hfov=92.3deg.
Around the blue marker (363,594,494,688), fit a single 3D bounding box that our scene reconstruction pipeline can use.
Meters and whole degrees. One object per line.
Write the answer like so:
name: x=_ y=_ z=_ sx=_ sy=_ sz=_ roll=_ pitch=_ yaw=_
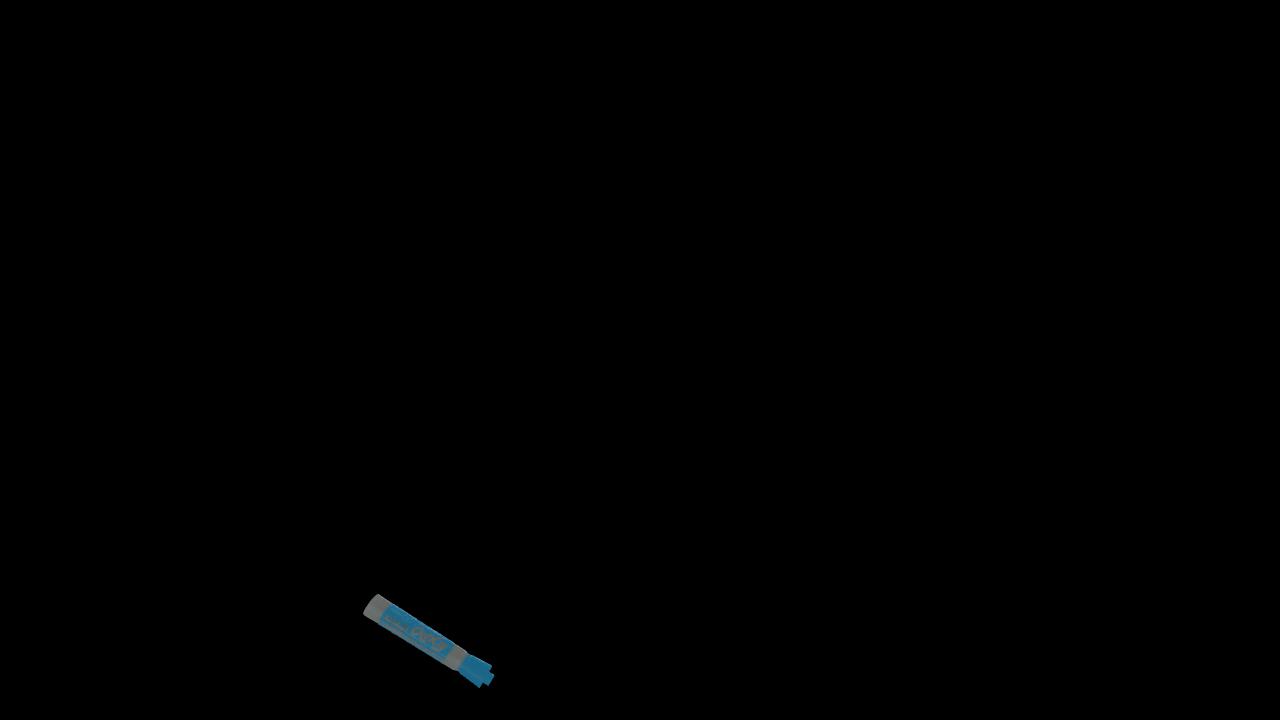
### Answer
blue marker: x=-0.175 y=0.236 z=0.515 sx=0.121 sy=0.020 sz=0.020 roll=30 pitch=2 yaw=4
